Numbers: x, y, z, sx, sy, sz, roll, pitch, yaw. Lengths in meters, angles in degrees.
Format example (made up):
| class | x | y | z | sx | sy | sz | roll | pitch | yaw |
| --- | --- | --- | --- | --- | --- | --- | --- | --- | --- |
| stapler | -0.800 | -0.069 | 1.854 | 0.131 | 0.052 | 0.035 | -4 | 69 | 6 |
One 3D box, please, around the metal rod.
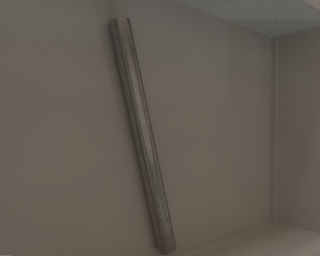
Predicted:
| class | x | y | z | sx | sy | sz | roll | pitch | yaw |
| --- | --- | --- | --- | --- | --- | --- | --- | --- | --- |
| metal rod | -0.019 | 0.018 | 0.389 | 0.025 | 0.025 | 0.298 | -19 | 102 | -38 |
